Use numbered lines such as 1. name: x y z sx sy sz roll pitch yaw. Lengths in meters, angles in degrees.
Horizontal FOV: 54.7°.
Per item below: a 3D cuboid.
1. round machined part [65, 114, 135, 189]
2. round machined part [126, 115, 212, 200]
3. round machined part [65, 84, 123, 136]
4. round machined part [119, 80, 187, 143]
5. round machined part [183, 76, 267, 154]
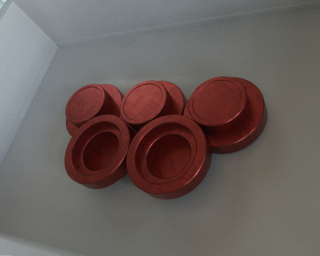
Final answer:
1. round machined part: -0.073 0.034 0.410 0.098 0.042 0.098 -13 56 21
2. round machined part: 0.013 0.036 0.363 0.098 0.042 0.098 -13 56 21
3. round machined part: -0.100 -0.027 0.460 0.098 0.042 0.098 -13 56 20
4. round machined part: -0.014 -0.024 0.414 0.098 0.042 0.098 -14 55 21
5. round machined part: 0.072 -0.022 0.367 0.098 0.042 0.098 -14 55 21
